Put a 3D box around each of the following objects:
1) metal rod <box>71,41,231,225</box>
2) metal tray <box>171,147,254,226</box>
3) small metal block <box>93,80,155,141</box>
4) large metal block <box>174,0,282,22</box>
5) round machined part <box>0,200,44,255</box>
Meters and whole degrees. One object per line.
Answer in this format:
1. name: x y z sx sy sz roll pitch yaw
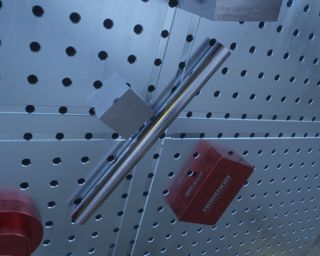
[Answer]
1. metal rod: -0.016 0.011 0.410 0.299 0.025 0.025 -49 129 6
2. metal tray: 0.089 0.102 0.522 0.091 0.030 0.129 20 107 -36
3. small metal block: -0.043 -0.021 0.376 0.050 0.025 0.050 -45 130 2
4. large metal block: 0.072 -0.146 0.326 0.081 0.080 0.050 -9 122 -24
5. round machined part: -0.196 0.140 0.381 0.099 0.042 0.097 -14 125 -21
